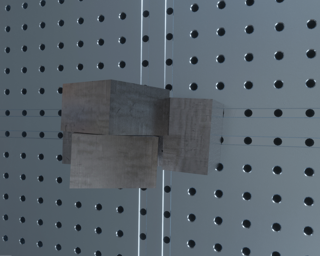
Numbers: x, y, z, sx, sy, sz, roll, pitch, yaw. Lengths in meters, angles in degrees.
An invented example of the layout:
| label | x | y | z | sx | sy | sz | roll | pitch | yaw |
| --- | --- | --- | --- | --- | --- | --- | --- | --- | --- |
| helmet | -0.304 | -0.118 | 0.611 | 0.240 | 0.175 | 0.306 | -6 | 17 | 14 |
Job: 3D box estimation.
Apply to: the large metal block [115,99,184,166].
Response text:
| label | x | y | z | sx | sy | sz | roll | pitch | yaw |
| --- | --- | --- | --- | --- | --- | --- | --- | --- | --- |
| large metal block | -0.015 | 0.005 | 0.401 | 0.080 | 0.050 | 0.079 | 3 | 91 | 19 |

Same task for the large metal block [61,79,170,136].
| label | x | y | z | sx | sy | sz | roll | pitch | yaw |
| --- | --- | --- | --- | --- | --- | --- | --- | --- | --- |
| large metal block | -0.047 | -0.019 | 0.331 | 0.080 | 0.081 | 0.050 | 3 | 91 | 42 |

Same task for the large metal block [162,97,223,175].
| label | x | y | z | sx | sy | sz | roll | pitch | yaw |
| --- | --- | --- | --- | --- | --- | --- | --- | --- | --- |
| large metal block | 0.042 | 0.008 | 0.368 | 0.050 | 0.080 | 0.079 | 4 | 92 | 20 |

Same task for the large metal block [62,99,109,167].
| label | x | y | z | sx | sy | sz | roll | pitch | yaw |
| --- | --- | --- | --- | --- | --- | --- | --- | --- | --- |
| large metal block | -0.082 | 0.005 | 0.411 | 0.050 | 0.080 | 0.079 | 2 | 91 | 20 |

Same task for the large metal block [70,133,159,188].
| label | x | y | z | sx | sy | sz | roll | pitch | yaw |
| --- | --- | --- | --- | --- | --- | --- | --- | --- | --- |
| large metal block | -0.051 | 0.031 | 0.329 | 0.081 | 0.080 | 0.050 | 3 | 91 | -14 |
